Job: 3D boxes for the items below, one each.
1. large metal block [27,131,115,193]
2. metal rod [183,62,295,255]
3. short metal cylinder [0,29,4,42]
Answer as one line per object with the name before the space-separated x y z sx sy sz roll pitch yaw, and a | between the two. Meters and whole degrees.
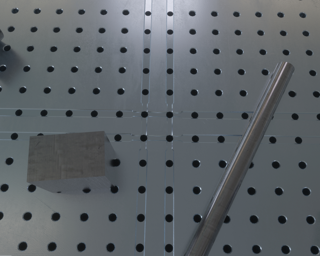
large metal block | -0.099 0.043 0.366 0.081 0.080 0.050 -4 70 -2
metal rod | 0.107 0.036 0.399 0.025 0.025 0.300 28 72 9
short metal cylinder | -0.270 -0.135 0.430 0.080 0.080 0.050 26 72 9
